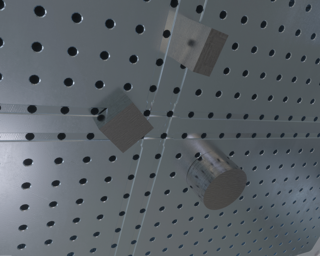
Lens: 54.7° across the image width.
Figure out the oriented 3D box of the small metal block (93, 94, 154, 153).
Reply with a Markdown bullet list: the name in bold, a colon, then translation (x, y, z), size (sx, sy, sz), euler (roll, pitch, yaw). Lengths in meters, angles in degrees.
- **small metal block**: translation (-0.044, -0.005, 0.384), size (0.050, 0.025, 0.050), euler (-40, 130, -2)

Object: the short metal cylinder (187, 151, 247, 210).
- **short metal cylinder**: translation (0.091, 0.084, 0.497), size (0.081, 0.050, 0.079), euler (-14, 125, -21)

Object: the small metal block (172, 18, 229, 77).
- **small metal block**: translation (0.045, -0.094, 0.362), size (0.025, 0.050, 0.050), euler (10, 113, -33)
